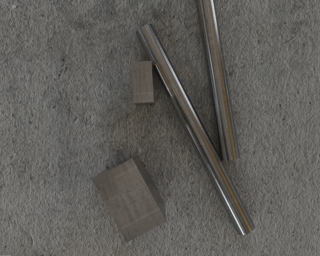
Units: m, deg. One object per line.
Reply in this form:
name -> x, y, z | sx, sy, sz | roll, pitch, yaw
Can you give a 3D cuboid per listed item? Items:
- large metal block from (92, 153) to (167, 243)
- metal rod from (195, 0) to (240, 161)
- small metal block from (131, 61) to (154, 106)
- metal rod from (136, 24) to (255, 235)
large metal block -> -0.034, 0.080, 0.382 | 0.050, 0.080, 0.080 | -28, 90, 0
metal rod -> 0.070, -0.106, 0.410 | 0.025, 0.025, 0.298 | -9, 90, 0
small metal block -> -0.021, -0.055, 0.397 | 0.025, 0.050, 0.050 | -4, 90, 0
metal rod -> 0.047, 0.002, 0.410 | 0.025, 0.025, 0.299 | -27, 90, 0
